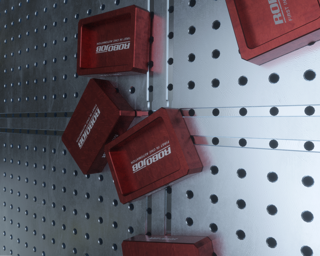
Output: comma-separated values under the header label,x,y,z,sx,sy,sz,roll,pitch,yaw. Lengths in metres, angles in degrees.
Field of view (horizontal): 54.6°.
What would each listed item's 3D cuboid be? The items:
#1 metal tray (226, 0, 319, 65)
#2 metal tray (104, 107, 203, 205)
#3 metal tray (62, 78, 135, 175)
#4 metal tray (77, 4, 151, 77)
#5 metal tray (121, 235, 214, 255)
label,x,y,z,sx,sy,sz,roll,pitch,yaw
metal tray,0.113,-0.141,0.312,0.090,0.030,0.129,-20,77,38
metal tray,-0.015,0.040,0.419,0.130,0.030,0.090,-32,70,35
metal tray,-0.102,-0.002,0.492,0.090,0.030,0.129,48,118,29
metal tray,-0.074,-0.125,0.468,0.130,0.030,0.090,4,93,40
metal tray,0.010,0.188,0.399,0.130,0.030,0.090,-15,81,39
